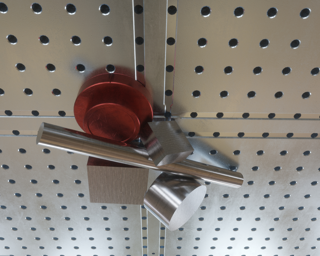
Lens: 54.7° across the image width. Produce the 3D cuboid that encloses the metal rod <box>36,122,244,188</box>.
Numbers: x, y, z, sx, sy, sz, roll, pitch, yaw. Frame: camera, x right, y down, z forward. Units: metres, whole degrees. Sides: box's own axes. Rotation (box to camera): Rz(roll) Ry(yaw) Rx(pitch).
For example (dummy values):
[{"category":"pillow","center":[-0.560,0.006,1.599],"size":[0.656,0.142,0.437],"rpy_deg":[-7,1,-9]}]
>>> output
[{"category":"metal rod","center":[-0.003,0.043,0.406],"size":[0.302,0.025,0.025],"rpy_deg":[17,129,-31]}]

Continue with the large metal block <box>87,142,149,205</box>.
[{"category":"large metal block","center":[-0.058,0.065,0.446],"size":[0.081,0.050,0.079],"rpy_deg":[4,130,-4]}]

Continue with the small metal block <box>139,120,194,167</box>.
[{"category":"small metal block","center":[0.008,0.018,0.398],"size":[0.050,0.050,0.025],"rpy_deg":[-5,145,-44]}]

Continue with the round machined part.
[{"category":"round machined part","center":[-0.058,-0.015,0.387],"size":[0.099,0.042,0.097],"rpy_deg":[-1,130,0]}]

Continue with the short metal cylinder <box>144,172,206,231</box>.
[{"category":"short metal cylinder","center":[0.023,0.102,0.454],"size":[0.080,0.050,0.080],"rpy_deg":[-36,145,-29]}]
